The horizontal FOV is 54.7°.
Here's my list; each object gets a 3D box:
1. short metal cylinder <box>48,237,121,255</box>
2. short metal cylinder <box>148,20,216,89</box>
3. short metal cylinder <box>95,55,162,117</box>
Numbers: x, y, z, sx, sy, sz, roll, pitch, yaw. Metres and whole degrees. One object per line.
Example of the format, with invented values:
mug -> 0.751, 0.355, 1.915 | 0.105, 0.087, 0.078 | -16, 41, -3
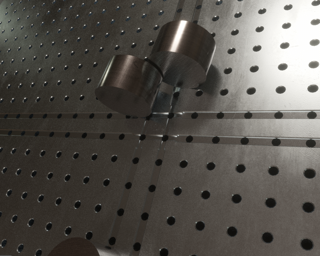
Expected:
short metal cylinder -> -0.082, 0.164, 0.333 | 0.080, 0.050, 0.080 | -13, 56, 20
short metal cylinder -> 0.029, -0.096, 0.416 | 0.080, 0.080, 0.050 | 6, 65, 30
short metal cylinder -> -0.042, -0.056, 0.428 | 0.080, 0.080, 0.050 | 5, 65, 30
